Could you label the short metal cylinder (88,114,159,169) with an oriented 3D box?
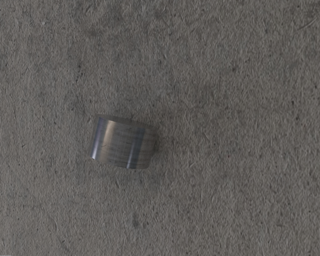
[{"bbox_3d":[-0.047,0.016,0.397,0.080,0.080,0.050,16,95,19],"label":"short metal cylinder"}]
